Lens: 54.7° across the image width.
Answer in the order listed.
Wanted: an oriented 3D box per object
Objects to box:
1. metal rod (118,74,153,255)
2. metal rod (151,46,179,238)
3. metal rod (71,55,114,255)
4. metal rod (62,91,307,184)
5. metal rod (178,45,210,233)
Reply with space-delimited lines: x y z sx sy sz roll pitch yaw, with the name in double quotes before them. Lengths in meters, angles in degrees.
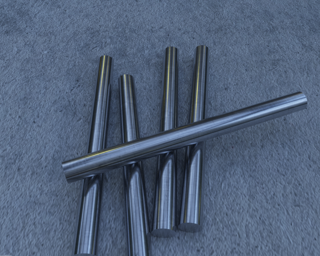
"metal rod" -0.032 0.043 0.366 0.025 0.025 0.300 -5 50 -4
"metal rod" 0.011 -0.008 0.409 0.025 0.025 0.300 2 50 2
"metal rod" -0.079 0.010 0.394 0.025 0.025 0.300 -2 50 -2
"metal rod" 0.041 0.006 0.364 0.302 0.025 0.025 -16 52 -14
"metal rod" 0.050 -0.012 0.413 0.025 0.025 0.300 6 50 5
